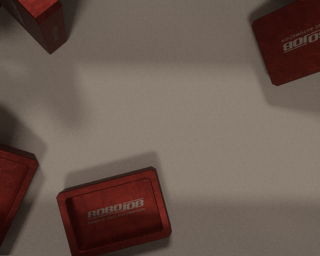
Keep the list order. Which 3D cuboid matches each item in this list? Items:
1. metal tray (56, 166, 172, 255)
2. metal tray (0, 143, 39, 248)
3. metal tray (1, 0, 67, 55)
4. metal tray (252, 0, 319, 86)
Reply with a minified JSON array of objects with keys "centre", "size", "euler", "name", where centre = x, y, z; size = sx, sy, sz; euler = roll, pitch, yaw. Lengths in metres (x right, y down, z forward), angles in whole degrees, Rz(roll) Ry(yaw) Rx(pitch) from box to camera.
[{"centre":[-0.058,0.110,0.408],"size":[0.131,0.030,0.089],"euler":[-15,90,-1],"name":"metal tray"},{"centre":[-0.222,0.082,0.385],"size":[0.090,0.030,0.129],"euler":[25,90,-30],"name":"metal tray"},{"centre":[-0.150,-0.140,0.349],"size":[0.030,0.130,0.090],"euler":[-45,100,-11],"name":"metal tray"},{"centre":[0.192,-0.115,0.380],"size":[0.130,0.030,0.090],"euler":[-19,91,31],"name":"metal tray"}]
